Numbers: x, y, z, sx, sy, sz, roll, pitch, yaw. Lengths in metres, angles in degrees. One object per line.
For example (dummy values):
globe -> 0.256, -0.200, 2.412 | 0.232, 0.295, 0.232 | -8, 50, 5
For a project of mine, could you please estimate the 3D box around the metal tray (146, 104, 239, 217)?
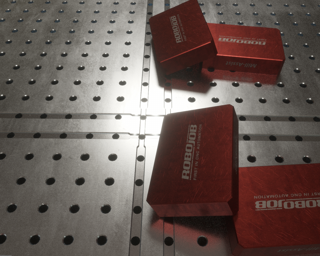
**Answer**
metal tray -> 0.042, 0.034, 0.355 | 0.090, 0.030, 0.130 | -8, 47, 22

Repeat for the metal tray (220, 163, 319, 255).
metal tray -> 0.137, 0.086, 0.334 | 0.131, 0.030, 0.090 | -3, 50, -3

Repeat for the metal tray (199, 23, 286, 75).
metal tray -> 0.135, -0.135, 0.519 | 0.131, 0.030, 0.090 | 6, 50, 4

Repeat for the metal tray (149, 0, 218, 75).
metal tray -> 0.035, -0.154, 0.513 | 0.090, 0.030, 0.130 | -20, 49, 12
